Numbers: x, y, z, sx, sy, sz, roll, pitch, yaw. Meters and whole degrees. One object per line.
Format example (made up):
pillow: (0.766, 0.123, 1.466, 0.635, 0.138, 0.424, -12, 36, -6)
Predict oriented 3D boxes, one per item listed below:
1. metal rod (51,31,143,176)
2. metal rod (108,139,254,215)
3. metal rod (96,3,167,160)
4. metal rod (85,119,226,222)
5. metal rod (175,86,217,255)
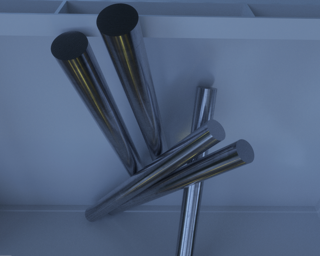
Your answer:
metal rod: (-0.046, 0.009, 0.339, 0.025, 0.025, 0.299, -5, 154, 4)
metal rod: (0.001, 0.079, 0.415, 0.025, 0.025, 0.299, 28, 143, -22)
metal rod: (-0.011, -0.006, 0.319, 0.025, 0.025, 0.299, -5, 157, 4)
metal rod: (-0.028, 0.073, 0.415, 0.025, 0.025, 0.299, 29, 136, -22)
metal rod: (0.042, 0.095, 0.408, 0.025, 0.025, 0.298, 5, 104, -4)
